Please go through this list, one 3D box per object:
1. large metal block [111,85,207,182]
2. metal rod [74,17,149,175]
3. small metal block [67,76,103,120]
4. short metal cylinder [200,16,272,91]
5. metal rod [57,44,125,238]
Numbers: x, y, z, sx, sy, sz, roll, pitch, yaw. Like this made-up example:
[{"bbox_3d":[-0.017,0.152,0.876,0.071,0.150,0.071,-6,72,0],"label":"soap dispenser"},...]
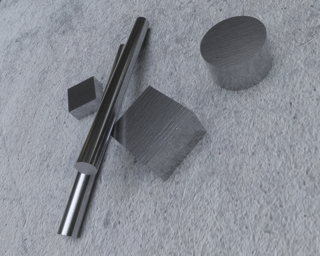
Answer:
[{"bbox_3d":[-0.004,0.005,0.385,0.080,0.050,0.080,-49,52,-7],"label":"large metal block"},{"bbox_3d":[-0.055,-0.067,0.431,0.025,0.025,0.300,-9,45,23],"label":"metal rod"},{"bbox_3d":[-0.118,-0.048,0.493,0.050,0.025,0.050,-24,53,13],"label":"small metal block"},{"bbox_3d":[0.097,-0.094,0.394,0.080,0.050,0.080,-13,56,20],"label":"short metal cylinder"},{"bbox_3d":[-0.085,0.001,0.445,0.025,0.025,0.300,-2,61,27],"label":"metal rod"}]
